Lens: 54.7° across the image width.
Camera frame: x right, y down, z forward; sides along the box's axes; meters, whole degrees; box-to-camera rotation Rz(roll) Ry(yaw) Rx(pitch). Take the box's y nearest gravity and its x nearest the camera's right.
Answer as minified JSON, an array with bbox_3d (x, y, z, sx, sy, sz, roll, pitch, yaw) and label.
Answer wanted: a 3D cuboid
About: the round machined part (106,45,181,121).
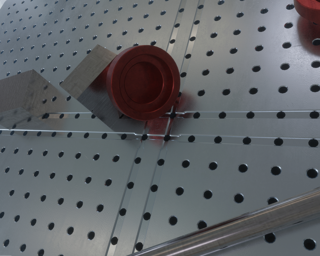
[{"bbox_3d":[-0.025,-0.061,0.418,0.098,0.098,0.042,-51,29,-8],"label":"round machined part"}]

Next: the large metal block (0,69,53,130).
[{"bbox_3d":[-0.248,-0.049,0.553,0.080,0.050,0.080,-11,57,22],"label":"large metal block"}]

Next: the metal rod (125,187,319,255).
[{"bbox_3d":[0.096,0.092,0.301,0.301,0.025,0.025,-24,53,13],"label":"metal rod"}]

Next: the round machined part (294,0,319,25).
[{"bbox_3d":[0.219,-0.166,0.384,0.098,0.042,0.098,-13,56,21],"label":"round machined part"}]

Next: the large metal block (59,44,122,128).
[{"bbox_3d":[-0.082,-0.060,0.453,0.050,0.080,0.080,35,81,38],"label":"large metal block"}]
